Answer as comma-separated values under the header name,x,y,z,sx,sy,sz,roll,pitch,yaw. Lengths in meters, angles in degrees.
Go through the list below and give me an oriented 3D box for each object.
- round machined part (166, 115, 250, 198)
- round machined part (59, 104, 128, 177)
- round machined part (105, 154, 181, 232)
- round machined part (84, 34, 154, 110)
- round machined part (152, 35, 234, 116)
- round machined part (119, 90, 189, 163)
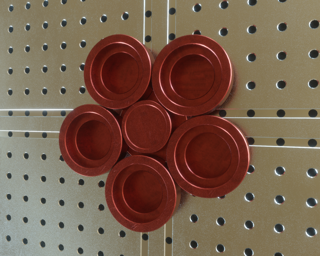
name,x,y,z,sx,sy,sz,roll,pitch,yaw
round machined part,0.061,0.033,0.382,0.098,0.042,0.097,0,90,20
round machined part,-0.088,0.016,0.435,0.098,0.042,0.097,0,90,20
round machined part,-0.019,0.083,0.410,0.098,0.042,0.097,0,90,20
round machined part,-0.050,-0.073,0.421,0.098,0.042,0.097,0,90,20
round machined part,0.043,-0.063,0.388,0.098,0.042,0.097,0,90,20
round machined part,-0.011,-0.001,0.407,0.098,0.042,0.097,0,90,20
